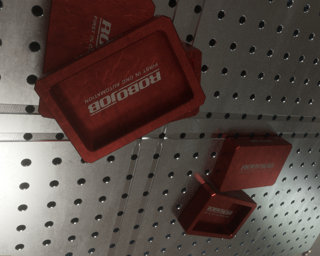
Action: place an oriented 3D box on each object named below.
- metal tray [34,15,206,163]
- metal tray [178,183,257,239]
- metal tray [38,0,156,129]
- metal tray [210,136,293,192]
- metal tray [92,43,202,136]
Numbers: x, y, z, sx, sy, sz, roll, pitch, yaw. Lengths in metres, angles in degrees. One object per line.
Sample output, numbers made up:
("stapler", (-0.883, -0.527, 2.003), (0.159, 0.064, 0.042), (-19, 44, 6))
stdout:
("metal tray", (-0.034, -0.036, 0.290), (0.130, 0.030, 0.090), (-28, 113, -1))
("metal tray", (0.107, 0.155, 0.565), (0.131, 0.030, 0.090), (21, 107, -36))
("metal tray", (-0.064, -0.069, 0.306), (0.091, 0.030, 0.129), (9, 108, -15))
("metal tray", (0.159, 0.061, 0.535), (0.131, 0.030, 0.089), (0, 118, -29))
("metal tray", (-0.015, -0.046, 0.372), (0.131, 0.030, 0.089), (-15, 125, -20))
